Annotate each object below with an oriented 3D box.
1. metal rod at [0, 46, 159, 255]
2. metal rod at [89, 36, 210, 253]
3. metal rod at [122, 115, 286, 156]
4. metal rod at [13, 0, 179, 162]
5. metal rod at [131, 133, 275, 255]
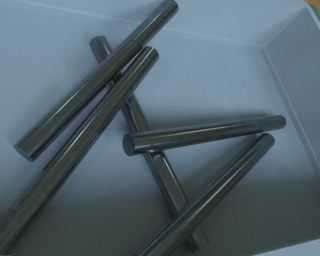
[{"bbox_3d":[-0.080,0.007,0.338,0.025,0.025,0.301,36,57,-5],"label":"metal rod"},{"bbox_3d":[-0.021,0.007,0.391,0.025,0.025,0.299,-16,70,-35],"label":"metal rod"},{"bbox_3d":[0.084,0.004,0.430,0.303,0.025,0.025,-7,65,-38],"label":"metal rod"},{"bbox_3d":[-0.061,-0.078,0.390,0.025,0.025,0.301,38,60,-3],"label":"metal rod"},{"bbox_3d":[0.076,0.071,0.380,0.302,0.025,0.025,-29,78,-45],"label":"metal rod"}]
